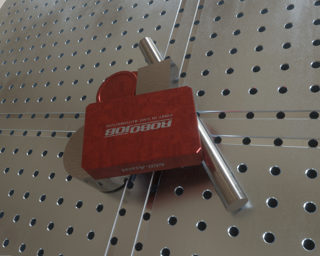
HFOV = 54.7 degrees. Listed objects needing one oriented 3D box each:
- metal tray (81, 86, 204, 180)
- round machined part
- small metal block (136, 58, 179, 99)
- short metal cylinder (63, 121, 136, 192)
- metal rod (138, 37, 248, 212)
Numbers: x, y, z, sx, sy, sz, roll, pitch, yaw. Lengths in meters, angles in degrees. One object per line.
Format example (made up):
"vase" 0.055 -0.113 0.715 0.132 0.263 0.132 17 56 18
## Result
"metal tray" -0.021 0.005 0.359 0.131 0.030 0.090 -9 57 8
"round machined part" -0.052 -0.043 0.445 0.098 0.042 0.098 -14 56 22
"small metal block" -0.003 -0.059 0.411 0.050 0.025 0.050 -12 59 27
"short metal cylinder" -0.077 0.037 0.405 0.080 0.050 0.080 -13 56 21
"metal rod" 0.028 -0.028 0.406 0.025 0.025 0.300 -31 52 8
